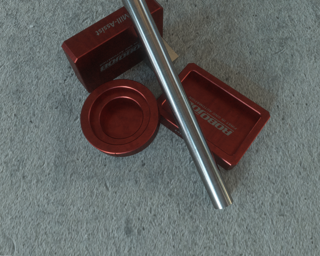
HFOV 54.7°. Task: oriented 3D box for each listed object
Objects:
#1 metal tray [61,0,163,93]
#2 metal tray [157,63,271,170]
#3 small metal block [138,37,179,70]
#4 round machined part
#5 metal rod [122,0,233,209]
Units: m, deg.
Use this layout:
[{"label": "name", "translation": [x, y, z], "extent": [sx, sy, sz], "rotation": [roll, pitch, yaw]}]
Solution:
[{"label": "metal tray", "translation": [-0.056, -0.110, 0.414], "extent": [0.131, 0.090, 0.030], "rotation": [-36, 74, -12]}, {"label": "metal tray", "translation": [0.066, -0.017, 0.414], "extent": [0.130, 0.030, 0.090], "rotation": [36, 74, 12]}, {"label": "small metal block", "translation": [-0.005, -0.101, 0.428], "extent": [0.025, 0.050, 0.050], "rotation": [-42, 90, -11]}, {"label": "round machined part", "translation": [-0.048, -0.010, 0.400], "extent": [0.099, 0.042, 0.098], "rotation": [-2, 73, 5]}, {"label": "metal rod", "translation": [0.017, -0.043, 0.369], "extent": [0.025, 0.025, 0.299], "rotation": [-25, 94, -9]}]
